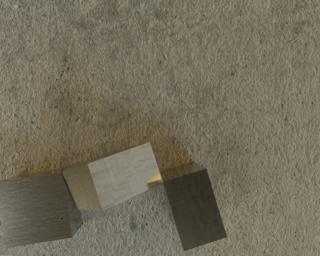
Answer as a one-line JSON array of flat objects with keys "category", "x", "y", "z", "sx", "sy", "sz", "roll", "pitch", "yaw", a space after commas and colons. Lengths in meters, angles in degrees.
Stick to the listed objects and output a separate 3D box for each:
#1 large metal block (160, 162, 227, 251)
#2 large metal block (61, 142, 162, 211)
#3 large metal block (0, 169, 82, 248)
[{"category": "large metal block", "x": 0.037, "y": 0.091, "z": 0.381, "sx": 0.050, "sy": 0.080, "sz": 0.080, "roll": -17, "pitch": 90, "yaw": -4}, {"category": "large metal block", "x": -0.058, "y": 0.057, "z": 0.366, "sx": 0.081, "sy": 0.080, "sz": 0.050, "roll": -18, "pitch": 90, "yaw": -38}, {"category": "large metal block", "x": -0.152, "y": 0.098, "z": 0.396, "sx": 0.080, "sy": 0.050, "sz": 0.080, "roll": -9, "pitch": 90, "yaw": 0}]
